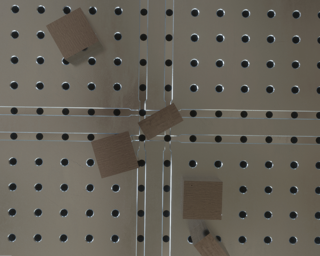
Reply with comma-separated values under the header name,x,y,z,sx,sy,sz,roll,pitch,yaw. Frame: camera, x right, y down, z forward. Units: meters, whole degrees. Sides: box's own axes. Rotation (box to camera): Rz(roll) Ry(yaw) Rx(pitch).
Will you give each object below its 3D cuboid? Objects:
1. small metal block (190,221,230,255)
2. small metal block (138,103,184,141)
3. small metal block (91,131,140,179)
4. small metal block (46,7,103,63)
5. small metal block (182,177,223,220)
name,x,y,z,sx,sy,sz,roll,pitch,yaw
small metal block,0.066,0.155,0.402,0.025,0.050,0.050,-38,90,0
small metal block,0.001,-0.008,0.401,0.050,0.050,0.025,-29,90,0
small metal block,-0.058,0.034,0.413,0.050,0.025,0.050,-16,90,-1
small metal block,-0.113,-0.122,0.412,0.050,0.025,0.050,-29,90,-1
small metal block,0.056,0.094,0.414,0.050,0.025,0.050,2,90,-1
